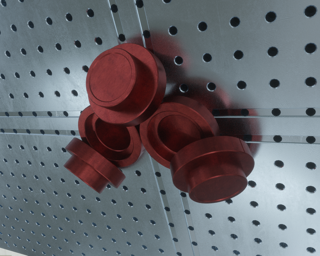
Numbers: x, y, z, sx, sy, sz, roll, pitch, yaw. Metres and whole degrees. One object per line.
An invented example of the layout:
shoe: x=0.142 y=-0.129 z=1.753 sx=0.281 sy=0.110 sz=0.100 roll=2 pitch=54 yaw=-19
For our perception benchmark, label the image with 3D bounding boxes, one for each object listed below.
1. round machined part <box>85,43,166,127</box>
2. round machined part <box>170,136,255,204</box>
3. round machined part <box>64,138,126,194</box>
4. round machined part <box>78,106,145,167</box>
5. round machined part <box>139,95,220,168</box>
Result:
round machined part: x=-0.046 y=-0.052 z=0.357 sx=0.098 sy=0.042 sz=0.098 roll=-5 pitch=78 yaw=26
round machined part: x=0.064 y=0.055 z=0.365 sx=0.099 sy=0.042 sz=0.097 roll=-7 pitch=142 yaw=-5
round machined part: x=-0.102 y=0.061 z=0.460 sx=0.098 sy=0.042 sz=0.098 roll=34 pitch=163 yaw=12
round machined part: x=-0.061 y=0.003 z=0.431 sx=0.098 sy=0.042 sz=0.097 roll=13 pitch=124 yaw=20
round machined part: x=0.027 y=0.004 z=0.387 sx=0.098 sy=0.042 sz=0.097 roll=13 pitch=124 yaw=20
